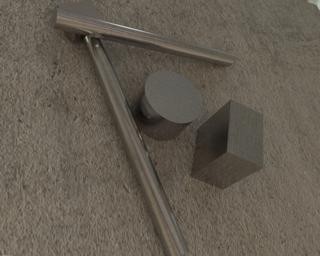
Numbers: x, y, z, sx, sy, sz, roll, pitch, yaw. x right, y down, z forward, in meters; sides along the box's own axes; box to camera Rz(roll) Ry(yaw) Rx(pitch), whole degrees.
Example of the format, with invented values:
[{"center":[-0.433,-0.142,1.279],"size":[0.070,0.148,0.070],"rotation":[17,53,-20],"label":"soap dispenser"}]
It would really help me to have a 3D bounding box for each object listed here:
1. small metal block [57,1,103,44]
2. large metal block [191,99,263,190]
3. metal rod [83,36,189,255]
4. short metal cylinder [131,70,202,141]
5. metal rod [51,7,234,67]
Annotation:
[{"center":[-0.110,-0.149,0.434],"size":[0.050,0.025,0.050],"rotation":[-26,72,-37],"label":"small metal block"},{"center":[0.087,0.023,0.403],"size":[0.050,0.080,0.080],"rotation":[24,53,-14],"label":"large metal block"},{"center":[-0.037,0.007,0.380],"size":[0.025,0.025,0.299],"rotation":[-11,67,-33],"label":"metal rod"},{"center":[0.007,-0.029,0.411],"size":[0.081,0.050,0.080],"rotation":[14,56,-21],"label":"short metal cylinder"},{"center":[-0.003,-0.127,0.460],"size":[0.302,0.025,0.025],"rotation":[3,60,-34],"label":"metal rod"}]
